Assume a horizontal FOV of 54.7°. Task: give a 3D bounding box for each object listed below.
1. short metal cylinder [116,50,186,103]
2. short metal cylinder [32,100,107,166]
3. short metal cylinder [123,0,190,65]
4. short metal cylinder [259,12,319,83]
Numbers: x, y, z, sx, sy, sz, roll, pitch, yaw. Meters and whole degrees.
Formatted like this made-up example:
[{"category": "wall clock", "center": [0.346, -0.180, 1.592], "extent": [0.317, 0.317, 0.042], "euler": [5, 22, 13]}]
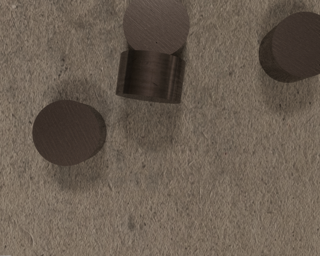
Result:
[{"category": "short metal cylinder", "center": [-0.011, -0.060, 0.382], "extent": [0.081, 0.080, 0.050], "euler": [7, 90, -1]}, {"category": "short metal cylinder", "center": [-0.113, 0.006, 0.396], "extent": [0.081, 0.050, 0.079], "euler": [0, 90, -1]}, {"category": "short metal cylinder", "center": [-0.005, -0.125, 0.397], "extent": [0.081, 0.050, 0.079], "euler": [0, 90, -1]}, {"category": "short metal cylinder", "center": [0.176, -0.101, 0.400], "extent": [0.081, 0.050, 0.079], "euler": [0, 90, -1]}]
